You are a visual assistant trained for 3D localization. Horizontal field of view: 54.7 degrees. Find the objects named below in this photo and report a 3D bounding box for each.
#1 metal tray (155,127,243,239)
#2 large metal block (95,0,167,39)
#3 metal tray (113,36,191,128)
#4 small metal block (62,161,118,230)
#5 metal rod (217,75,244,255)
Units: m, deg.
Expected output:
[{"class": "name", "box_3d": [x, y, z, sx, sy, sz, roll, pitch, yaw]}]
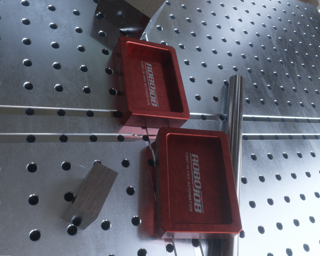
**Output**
[{"class": "metal tray", "box_3d": [0.042, 0.063, 0.374, 0.091, 0.030, 0.130, 4, 57, -10]}, {"class": "large metal block", "box_3d": [-0.042, -0.197, 0.491, 0.080, 0.050, 0.080, 33, 51, -7]}, {"class": "metal tray", "box_3d": [-0.014, -0.064, 0.438, 0.091, 0.030, 0.130, 5, 60, -26]}, {"class": "small metal block", "box_3d": [-0.071, 0.069, 0.313, 0.025, 0.050, 0.050, 30, 52, -10]}, {"class": "metal rod", "box_3d": [0.104, 0.037, 0.443, 0.025, 0.025, 0.300, 23, 53, -15]}]
